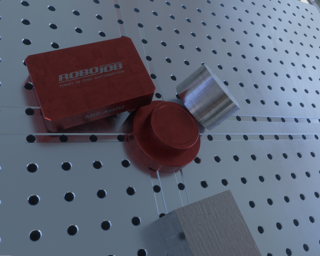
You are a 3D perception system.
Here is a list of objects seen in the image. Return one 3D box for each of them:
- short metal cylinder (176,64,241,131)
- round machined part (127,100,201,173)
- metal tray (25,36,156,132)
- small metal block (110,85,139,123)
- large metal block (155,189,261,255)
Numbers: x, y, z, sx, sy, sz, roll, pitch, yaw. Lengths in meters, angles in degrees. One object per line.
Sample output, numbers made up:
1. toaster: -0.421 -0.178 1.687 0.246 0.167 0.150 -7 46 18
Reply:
1. short metal cylinder: 0.068 -0.043 0.434 0.080 0.050 0.080 45 19 -19
2. round machined part: 0.011 0.005 0.402 0.099 0.042 0.098 14 56 -21
3. metal tray: -0.082 -0.057 0.374 0.131 0.030 0.090 -18 69 -20
4. small metal block: -0.046 -0.043 0.411 0.050 0.025 0.050 45 51 3
5. large metal block: 0.053 0.124 0.346 0.081 0.050 0.080 -11 67 -33
